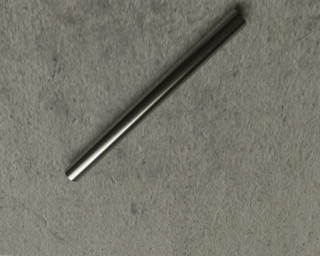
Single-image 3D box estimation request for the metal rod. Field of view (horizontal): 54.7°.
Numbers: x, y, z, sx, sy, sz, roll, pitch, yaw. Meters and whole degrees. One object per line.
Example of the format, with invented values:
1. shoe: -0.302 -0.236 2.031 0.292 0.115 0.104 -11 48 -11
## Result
1. metal rod: -0.014 -0.033 0.397 0.299 0.025 0.025 -42 105 13
